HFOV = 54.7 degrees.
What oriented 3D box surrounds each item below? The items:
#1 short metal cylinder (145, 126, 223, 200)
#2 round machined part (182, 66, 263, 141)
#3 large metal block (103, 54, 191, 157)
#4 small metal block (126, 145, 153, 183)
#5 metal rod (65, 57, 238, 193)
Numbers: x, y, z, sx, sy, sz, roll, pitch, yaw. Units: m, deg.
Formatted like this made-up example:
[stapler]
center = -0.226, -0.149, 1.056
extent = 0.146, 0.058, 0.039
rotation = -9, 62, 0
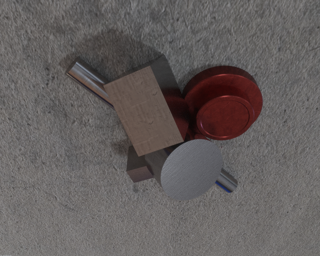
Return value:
[short metal cylinder]
center = 0.028, 0.040, 0.378
extent = 0.081, 0.050, 0.079
rotation = -10, 115, -21
[round machined part]
center = 0.076, -0.023, 0.378
extent = 0.099, 0.042, 0.097
rotation = -1, 130, 0
[large metal block]
center = -0.008, -0.028, 0.335
extent = 0.050, 0.080, 0.080
rotation = -20, 106, 17
[small metal block]
center = -0.017, 0.043, 0.430
extent = 0.050, 0.050, 0.025
rotation = -17, 128, 13
[metal rod]
center = 0.006, 0.010, 0.418
extent = 0.025, 0.025, 0.301
rotation = -37, 122, 27
